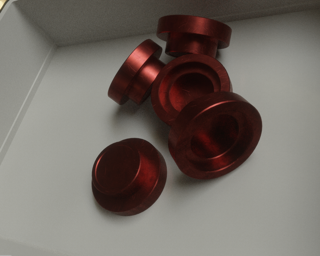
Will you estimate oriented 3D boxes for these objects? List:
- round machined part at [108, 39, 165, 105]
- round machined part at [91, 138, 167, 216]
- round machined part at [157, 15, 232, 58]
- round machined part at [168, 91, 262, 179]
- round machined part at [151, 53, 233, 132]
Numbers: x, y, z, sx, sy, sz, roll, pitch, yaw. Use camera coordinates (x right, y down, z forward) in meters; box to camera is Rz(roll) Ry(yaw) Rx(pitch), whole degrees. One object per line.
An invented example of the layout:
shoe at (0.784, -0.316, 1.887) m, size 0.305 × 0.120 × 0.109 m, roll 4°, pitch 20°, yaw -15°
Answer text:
round machined part at (-0.025, -0.070, 0.428) m, size 0.042 × 0.098 × 0.098 m, roll 37°, pitch 80°, yaw 0°
round machined part at (-0.045, 0.055, 0.385) m, size 0.098 × 0.042 × 0.098 m, roll -13°, pitch 56°, yaw 21°
round machined part at (0.043, -0.116, 0.416) m, size 0.098 × 0.099 × 0.042 m, roll 13°, pitch 97°, yaw 33°
round machined part at (0.054, 0.004, 0.330) m, size 0.098 × 0.098 × 0.042 m, roll -37°, pitch 39°, yaw 4°
round machined part at (0.042, -0.040, 0.389) m, size 0.098 × 0.042 × 0.098 m, roll -7°, pitch 71°, yaw 20°
